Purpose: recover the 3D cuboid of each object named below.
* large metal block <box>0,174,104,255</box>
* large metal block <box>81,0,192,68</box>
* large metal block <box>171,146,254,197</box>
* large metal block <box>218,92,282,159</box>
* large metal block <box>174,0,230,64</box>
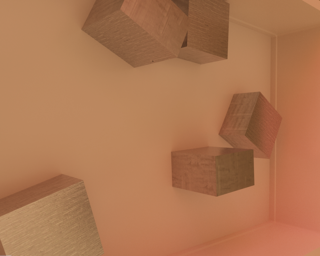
[{"bbox_3d":[-0.110,0.099,0.298,0.081,0.050,0.080,-21,104,-38],"label":"large metal block"},{"bbox_3d":[-0.027,-0.116,0.348,0.080,0.080,0.050,32,70,-36],"label":"large metal block"},{"bbox_3d":[0.073,0.056,0.432,0.081,0.080,0.050,-4,93,-40],"label":"large metal block"},{"bbox_3d":[0.153,-0.004,0.518,0.080,0.050,0.080,37,67,-34],"label":"large metal block"},{"bbox_3d":[0.050,-0.139,0.432,0.081,0.050,0.080,4,87,-40],"label":"large metal block"}]
